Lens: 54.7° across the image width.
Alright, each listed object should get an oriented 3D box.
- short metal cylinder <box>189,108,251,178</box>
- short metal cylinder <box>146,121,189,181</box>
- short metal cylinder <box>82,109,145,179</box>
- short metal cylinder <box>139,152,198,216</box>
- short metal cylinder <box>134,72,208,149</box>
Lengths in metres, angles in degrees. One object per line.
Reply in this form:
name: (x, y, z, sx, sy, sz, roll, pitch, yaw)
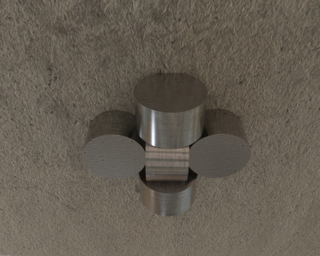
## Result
short metal cylinder: (0.074, 0.021, 0.410, 0.080, 0.050, 0.079, 0, 131, 0)
short metal cylinder: (0.008, 0.028, 0.397, 0.050, 0.080, 0.079, 0, 130, 0)
short metal cylinder: (-0.058, 0.022, 0.410, 0.081, 0.050, 0.079, -1, 130, -1)
short metal cylinder: (0.011, 0.077, 0.439, 0.081, 0.080, 0.050, 0, 130, 0)
short metal cylinder: (0.012, -0.022, 0.354, 0.081, 0.080, 0.050, 0, 130, 0)
